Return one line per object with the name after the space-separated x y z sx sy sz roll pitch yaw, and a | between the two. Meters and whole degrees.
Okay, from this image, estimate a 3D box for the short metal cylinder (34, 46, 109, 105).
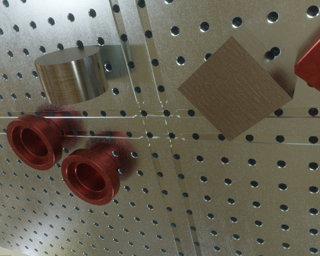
-0.110 -0.068 0.391 0.080 0.080 0.050 5 121 25 | short metal cylinder

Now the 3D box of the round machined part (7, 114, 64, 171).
-0.203 0.020 0.520 0.098 0.042 0.097 13 124 21 | round machined part

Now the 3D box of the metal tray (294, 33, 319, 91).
0.193 -0.075 0.259 0.090 0.030 0.129 37 129 3 | metal tray

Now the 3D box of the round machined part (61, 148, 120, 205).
-0.107 0.074 0.503 0.098 0.042 0.097 13 124 21 | round machined part

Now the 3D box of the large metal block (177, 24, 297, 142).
0.080 -0.046 0.324 0.080 0.050 0.080 45 129 -4 | large metal block
